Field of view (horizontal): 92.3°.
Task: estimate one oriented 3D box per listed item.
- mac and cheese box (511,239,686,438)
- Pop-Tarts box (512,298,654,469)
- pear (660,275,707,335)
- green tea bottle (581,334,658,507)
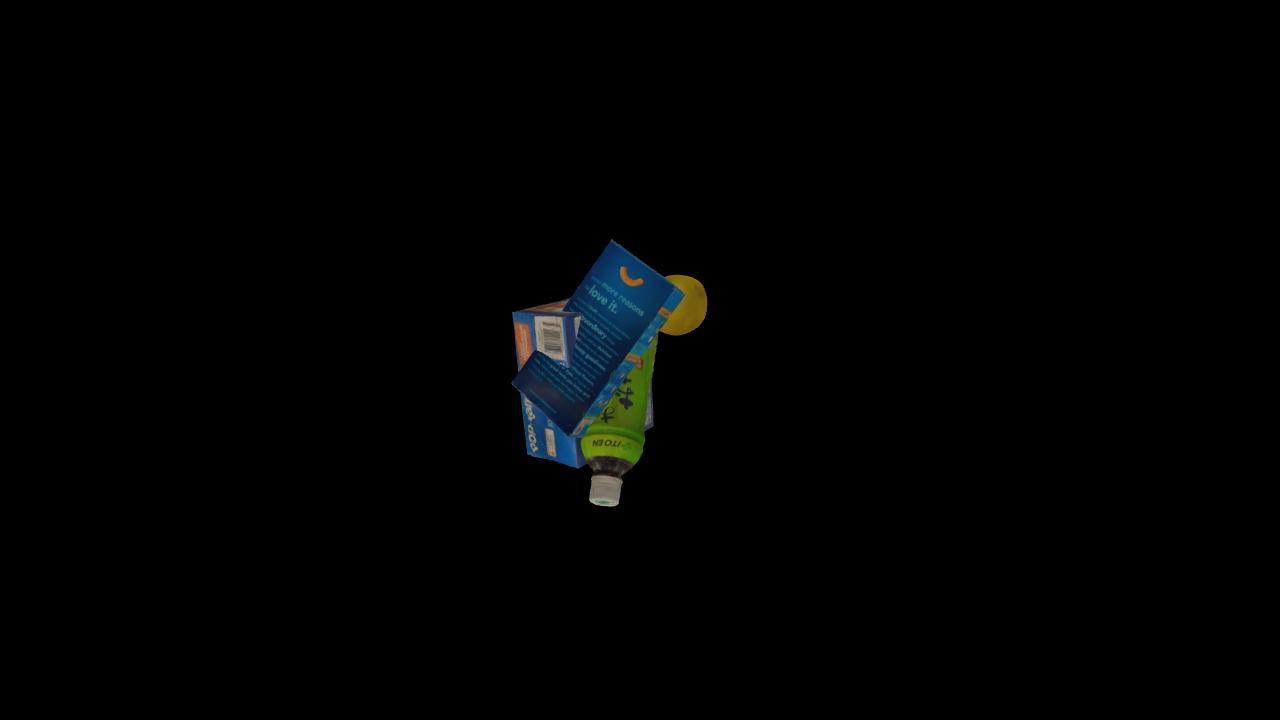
[{"bbox_3d":[-0.044,-0.020,0.632,0.093,0.184,0.041,39,7,23],"label":"mac and cheese box"},{"bbox_3d":[-0.059,0.015,0.700,0.083,0.167,0.141,10,21,36],"label":"Pop-Tarts box"},{"bbox_3d":[0.023,-0.063,0.734,0.111,0.080,0.080,-9,3,-22],"label":"pear"},{"bbox_3d":[-0.025,0.052,0.669,0.073,0.212,0.073,7,-25,3],"label":"green tea bottle"}]
